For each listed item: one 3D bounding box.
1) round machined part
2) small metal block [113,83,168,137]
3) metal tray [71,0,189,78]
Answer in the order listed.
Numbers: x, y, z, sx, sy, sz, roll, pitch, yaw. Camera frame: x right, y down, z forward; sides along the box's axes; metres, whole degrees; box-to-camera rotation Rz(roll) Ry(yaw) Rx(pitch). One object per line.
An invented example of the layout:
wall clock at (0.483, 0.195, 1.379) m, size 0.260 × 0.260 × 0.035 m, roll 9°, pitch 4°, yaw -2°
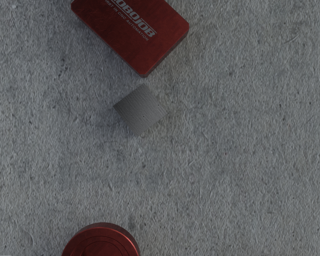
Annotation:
round machined part at (-0.074, 0.170, 0.401) m, size 0.099 × 0.042 × 0.097 m, roll 0°, pitch 90°, yaw -1°
small metal block at (-0.025, -0.023, 0.410) m, size 0.050 × 0.025 × 0.050 m, roll -37°, pitch 91°, yaw 0°
metal tray at (-0.038, -0.142, 0.407) m, size 0.130 × 0.030 × 0.090 m, roll 44°, pitch 90°, yaw -1°
